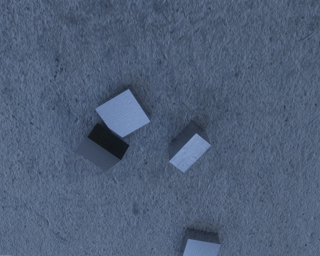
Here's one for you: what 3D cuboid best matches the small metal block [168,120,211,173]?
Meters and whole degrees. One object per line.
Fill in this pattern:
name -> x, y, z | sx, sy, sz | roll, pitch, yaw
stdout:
small metal block -> 0.037, 0.023, 0.405 | 0.025, 0.050, 0.050 | 39, 106, -13

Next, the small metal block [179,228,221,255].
small metal block -> 0.061, 0.187, 0.479 | 0.050, 0.025, 0.050 | 11, 110, -5

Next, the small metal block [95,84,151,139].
small metal block -> -0.047, -0.020, 0.402 | 0.050, 0.025, 0.050 | -30, 108, 10

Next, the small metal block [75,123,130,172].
small metal block -> -0.076, 0.027, 0.406 | 0.050, 0.025, 0.050 | 36, 142, -13
